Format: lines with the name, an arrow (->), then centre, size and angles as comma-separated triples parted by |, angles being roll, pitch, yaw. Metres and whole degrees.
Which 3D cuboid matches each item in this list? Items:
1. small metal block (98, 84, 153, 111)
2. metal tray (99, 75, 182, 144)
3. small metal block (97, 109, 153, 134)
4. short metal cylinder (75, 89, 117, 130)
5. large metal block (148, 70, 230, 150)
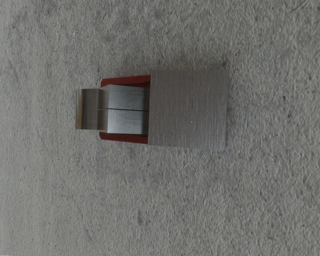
small metal block -> -0.040, -0.033, 0.355 | 0.050, 0.050, 0.025 | -176, 88, -66
metal tray -> -0.029, -0.025, 0.427 | 0.130, 0.030, 0.089 | 3, 92, 40
small metal block -> -0.041, -0.007, 0.355 | 0.050, 0.050, 0.025 | -176, 88, -66
short metal cylinder -> -0.071, -0.023, 0.413 | 0.080, 0.081, 0.050 | 2, 91, 40
large metal block -> 0.034, -0.020, 0.343 | 0.080, 0.050, 0.079 | 3, 92, 14
